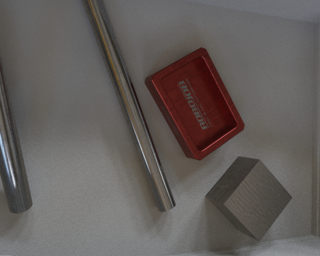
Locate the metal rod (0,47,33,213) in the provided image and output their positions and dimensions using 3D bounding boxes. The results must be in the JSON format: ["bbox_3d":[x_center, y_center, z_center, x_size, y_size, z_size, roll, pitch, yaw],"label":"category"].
[{"bbox_3d":[-0.158,-0.046,0.291,0.025,0.025,0.298,-9,117,-20],"label":"metal rod"}]

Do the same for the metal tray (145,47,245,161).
[{"bbox_3d":[0.050,-0.032,0.427,0.090,0.030,0.130,-33,101,-17],"label":"metal tray"}]

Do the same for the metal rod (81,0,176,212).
[{"bbox_3d":[-0.040,-0.034,0.396,0.025,0.025,0.298,-22,98,-19],"label":"metal rod"}]

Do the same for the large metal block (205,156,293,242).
[{"bbox_3d":[0.128,0.099,0.446,0.080,0.050,0.080,-47,105,-14],"label":"large metal block"}]
